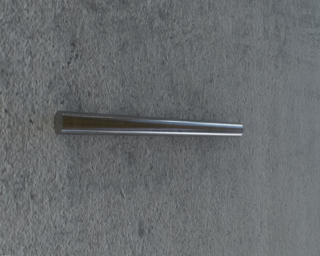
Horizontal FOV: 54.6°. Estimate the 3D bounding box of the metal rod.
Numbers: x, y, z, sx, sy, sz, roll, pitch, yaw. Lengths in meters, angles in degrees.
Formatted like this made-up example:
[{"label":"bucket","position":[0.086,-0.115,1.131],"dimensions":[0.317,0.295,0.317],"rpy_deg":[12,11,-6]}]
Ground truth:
[{"label":"metal rod","position":[0.011,-0.001,0.415],"dimensions":[0.302,0.025,0.025],"rpy_deg":[2,89,-40]}]
